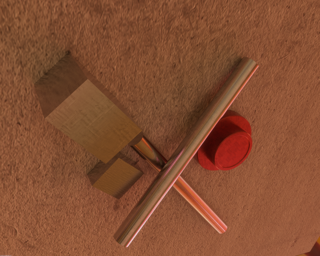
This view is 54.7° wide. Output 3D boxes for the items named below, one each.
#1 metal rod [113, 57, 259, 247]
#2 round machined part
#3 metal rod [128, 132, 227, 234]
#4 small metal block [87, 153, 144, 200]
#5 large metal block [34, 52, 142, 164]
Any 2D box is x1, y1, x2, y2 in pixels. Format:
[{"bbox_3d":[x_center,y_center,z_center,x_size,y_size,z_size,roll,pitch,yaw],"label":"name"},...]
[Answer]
[{"bbox_3d":[0.035,0.032,0.420,0.025,0.025,0.299,37,89,-39],"label":"metal rod"},{"bbox_3d":[0.099,0.025,0.468,0.099,0.042,0.097,-14,125,-21],"label":"round machined part"},{"bbox_3d":[0.042,0.101,0.494,0.025,0.025,0.300,-41,130,-1],"label":"metal rod"},{"bbox_3d":[-0.059,0.061,0.414,0.050,0.025,0.050,-47,130,4],"label":"small metal block"},{"bbox_3d":[-0.075,-0.022,0.318,0.050,0.080,0.080,-43,130,1],"label":"large metal block"}]
